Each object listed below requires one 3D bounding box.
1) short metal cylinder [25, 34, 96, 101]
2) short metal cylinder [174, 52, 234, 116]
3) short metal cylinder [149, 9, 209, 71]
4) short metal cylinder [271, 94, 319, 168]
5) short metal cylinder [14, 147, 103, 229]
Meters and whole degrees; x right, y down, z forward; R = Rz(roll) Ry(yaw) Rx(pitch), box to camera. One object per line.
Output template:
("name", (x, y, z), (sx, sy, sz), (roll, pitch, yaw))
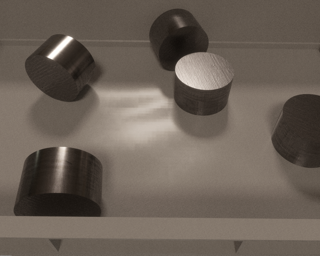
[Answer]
("short metal cylinder", (-0.139, -0.084, 0.438), (0.080, 0.080, 0.050), (16, 52, 13))
("short metal cylinder", (0.061, -0.064, 0.443), (0.081, 0.050, 0.080), (0, 50, 0))
("short metal cylinder", (0.029, -0.137, 0.485), (0.081, 0.080, 0.050), (-14, 52, -12))
("short metal cylinder", (0.188, 0.003, 0.389), (0.081, 0.050, 0.080), (0, 50, 0))
("short metal cylinder", (-0.100, 0.063, 0.315), (0.081, 0.080, 0.050), (-4, 50, -4))
